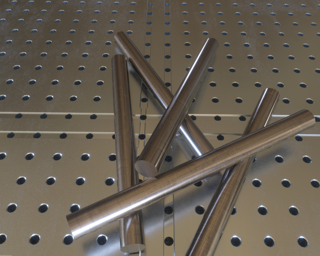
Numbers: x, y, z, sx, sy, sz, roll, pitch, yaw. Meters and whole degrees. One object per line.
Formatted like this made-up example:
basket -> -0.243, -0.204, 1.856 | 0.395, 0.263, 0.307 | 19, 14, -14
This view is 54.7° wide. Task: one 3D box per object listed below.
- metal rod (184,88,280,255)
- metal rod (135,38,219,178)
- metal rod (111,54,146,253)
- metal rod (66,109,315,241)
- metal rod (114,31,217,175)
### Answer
metal rod -> 0.090, 0.053, 0.364 | 0.025, 0.025, 0.301 | 23, 53, 18
metal rod -> 0.037, -0.050, 0.421 | 0.025, 0.025, 0.301 | 16, 43, 13
metal rod -> -0.046, 0.005, 0.402 | 0.025, 0.025, 0.300 | -5, 50, -5
metal rod -> 0.049, 0.041, 0.339 | 0.302, 0.025, 0.025 | -22, 54, -18
metal rod -> -0.001, -0.054, 0.452 | 0.025, 0.025, 0.300 | -21, 53, -17
